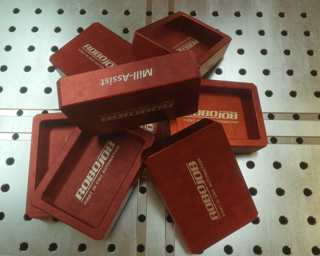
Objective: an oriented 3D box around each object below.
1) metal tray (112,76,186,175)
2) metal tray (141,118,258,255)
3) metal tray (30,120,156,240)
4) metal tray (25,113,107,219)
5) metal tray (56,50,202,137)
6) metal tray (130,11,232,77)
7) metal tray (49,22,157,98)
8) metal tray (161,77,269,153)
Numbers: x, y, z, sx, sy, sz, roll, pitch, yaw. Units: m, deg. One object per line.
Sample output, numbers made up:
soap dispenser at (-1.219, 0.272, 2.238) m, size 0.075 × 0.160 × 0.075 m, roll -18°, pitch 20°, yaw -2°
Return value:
metal tray at (-0.018, -0.005, 0.411) m, size 0.091 × 0.030 × 0.130 m, roll -4°, pitch 68°, yaw -3°
metal tray at (0.047, 0.065, 0.350) m, size 0.090 × 0.030 × 0.130 m, roll -28°, pitch 106°, yaw -9°
metal tray at (-0.072, 0.049, 0.358) m, size 0.090 × 0.030 × 0.130 m, roll 25°, pitch 72°, yaw 9°
metal tray at (-0.114, 0.045, 0.393) m, size 0.091 × 0.030 × 0.130 m, roll -4°, pitch 69°, yaw -2°
metal tray at (-0.026, -0.031, 0.320) m, size 0.131 × 0.090 × 0.030 m, roll -13°, pitch 71°, yaw 0°
metal tray at (0.033, -0.111, 0.414) m, size 0.090 × 0.030 × 0.131 m, roll 32°, pitch 40°, yaw 11°
metal tray at (-0.078, -0.084, 0.421) m, size 0.090 × 0.030 × 0.130 m, roll -43°, pitch 60°, yaw -14°
metal tray at (0.067, -0.015, 0.396) m, size 0.131 × 0.030 × 0.090 m, roll 2°, pitch 69°, yaw -18°
